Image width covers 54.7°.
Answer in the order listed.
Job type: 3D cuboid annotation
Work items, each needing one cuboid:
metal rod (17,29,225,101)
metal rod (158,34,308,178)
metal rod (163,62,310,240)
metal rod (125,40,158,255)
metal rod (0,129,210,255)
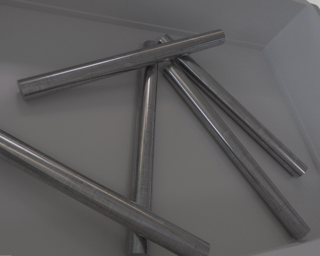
[{"bbox_3d":[-0.031,-0.092,0.416,0.302,0.025,0.025,-22,74,-27],"label":"metal rod"},{"bbox_3d":[0.111,-0.035,0.486,0.300,0.025,0.025,44,51,2],"label":"metal rod"},{"bbox_3d":[0.104,0.026,0.444,0.025,0.025,0.299,-30,79,-38],"label":"metal rod"},{"bbox_3d":[-0.018,0.002,0.394,0.025,0.025,0.300,15,56,-20],"label":"metal rod"},{"bbox_3d":[-0.088,0.053,0.304,0.301,0.025,0.025,29,52,-2],"label":"metal rod"}]
